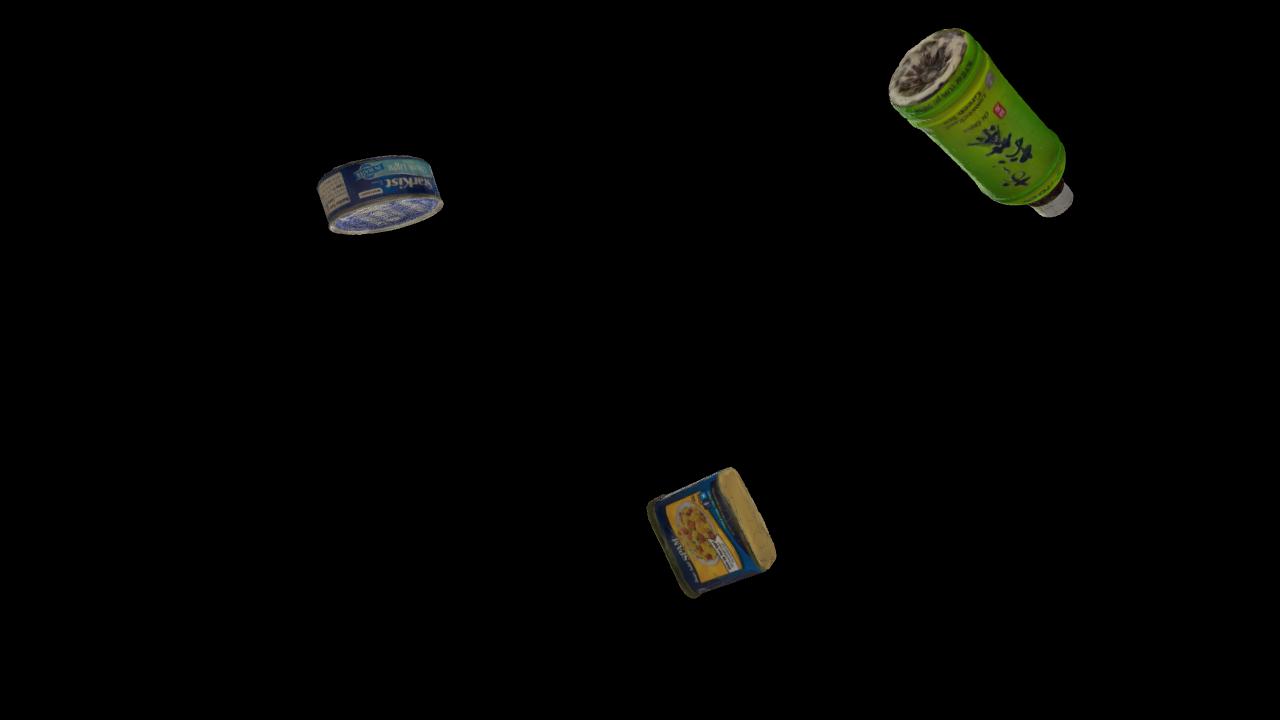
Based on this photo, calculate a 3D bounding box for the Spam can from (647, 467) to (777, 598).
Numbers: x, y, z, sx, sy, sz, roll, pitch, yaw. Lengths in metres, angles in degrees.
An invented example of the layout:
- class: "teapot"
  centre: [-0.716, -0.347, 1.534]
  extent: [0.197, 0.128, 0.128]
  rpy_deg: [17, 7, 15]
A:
- class: "Spam can"
  centre: [0.069, 0.164, 0.589]
  extent: [0.085, 0.101, 0.058]
  rpy_deg: [-32, -10, 28]

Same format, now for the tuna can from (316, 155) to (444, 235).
- class: "tuna can"
  centre: [-0.194, -0.123, 0.463]
  extent: [0.084, 0.034, 0.084]
  rpy_deg: [-16, 4, 1]

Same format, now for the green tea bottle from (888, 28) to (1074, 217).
- class: "green tea bottle"
  centre: [0.301, -0.185, 0.518]
  extent: [0.212, 0.073, 0.073]
  rpy_deg: [24, -11, -26]
